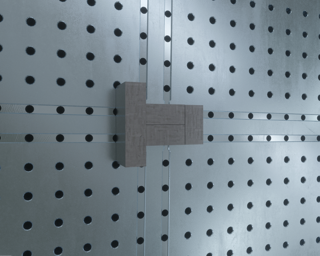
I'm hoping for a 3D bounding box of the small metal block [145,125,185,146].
[{"bbox_3d":[-0.001,0.008,0.399,0.050,0.050,0.025,0,90,-20],"label":"small metal block"}]

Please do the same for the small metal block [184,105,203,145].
[{"bbox_3d":[0.035,-0.004,0.412,0.025,0.050,0.050,0,90,-20],"label":"small metal block"}]

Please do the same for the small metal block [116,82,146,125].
[{"bbox_3d":[-0.037,-0.029,0.386,0.025,0.050,0.050,0,90,-20],"label":"small metal block"}]

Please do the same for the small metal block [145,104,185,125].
[{"bbox_3d":[-0.001,-0.017,0.399,0.050,0.050,0.025,0,90,-20],"label":"small metal block"}]

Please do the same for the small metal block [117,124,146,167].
[{"bbox_3d":[-0.037,0.021,0.386,0.025,0.050,0.050,0,90,-20],"label":"small metal block"}]
